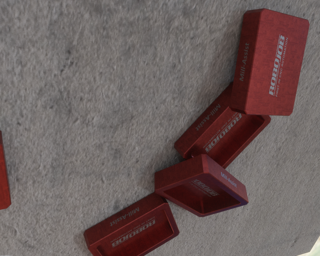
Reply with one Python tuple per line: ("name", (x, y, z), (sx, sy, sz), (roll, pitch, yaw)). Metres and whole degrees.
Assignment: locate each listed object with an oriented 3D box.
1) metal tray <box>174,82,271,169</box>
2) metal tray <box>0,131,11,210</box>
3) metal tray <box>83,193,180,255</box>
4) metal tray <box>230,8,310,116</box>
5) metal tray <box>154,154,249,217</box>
("metal tray", (0.095, 0.007, 0.461), (0.130, 0.030, 0.090), (-47, 130, 5))
("metal tray", (-0.227, 0.052, 0.312), (0.131, 0.030, 0.089), (-7, 122, -25))
("metal tray", (-0.040, 0.165, 0.485), (0.131, 0.030, 0.090), (-27, 128, -12))
("metal tray", (0.146, -0.083, 0.412), (0.091, 0.030, 0.129), (0, 103, -29))
("metal tray", (0.064, 0.093, 0.470), (0.090, 0.030, 0.130), (-26, 136, 28))
